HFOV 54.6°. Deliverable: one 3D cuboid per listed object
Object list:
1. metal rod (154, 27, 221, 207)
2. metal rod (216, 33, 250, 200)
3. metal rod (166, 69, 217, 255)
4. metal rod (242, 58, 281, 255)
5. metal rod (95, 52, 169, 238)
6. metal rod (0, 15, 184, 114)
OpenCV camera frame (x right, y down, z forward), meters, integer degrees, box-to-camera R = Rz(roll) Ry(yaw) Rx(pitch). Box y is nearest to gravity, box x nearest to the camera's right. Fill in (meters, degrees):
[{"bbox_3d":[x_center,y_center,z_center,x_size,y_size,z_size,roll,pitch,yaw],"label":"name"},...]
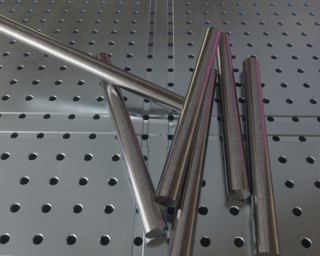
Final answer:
[{"bbox_3d":[0.046,-0.038,0.410,0.025,0.025,0.300,12,53,10],"label":"metal rod"},{"bbox_3d":[0.097,-0.040,0.442,0.025,0.025,0.300,3,50,2],"label":"metal rod"},{"bbox_3d":[0.045,0.029,0.383,0.025,0.025,0.300,9,51,8],"label":"metal rod"},{"bbox_3d":[0.125,0.012,0.398,0.025,0.025,0.300,6,50,5],"label":"metal rod"},{"bbox_3d":[-0.048,-0.002,0.409,0.025,0.025,0.300,-14,51,-11],"label":"metal rod"},{"bbox_3d":[-0.097,-0.089,0.438,0.301,0.025,0.025,24,53,2],"label":"metal rod"}]
